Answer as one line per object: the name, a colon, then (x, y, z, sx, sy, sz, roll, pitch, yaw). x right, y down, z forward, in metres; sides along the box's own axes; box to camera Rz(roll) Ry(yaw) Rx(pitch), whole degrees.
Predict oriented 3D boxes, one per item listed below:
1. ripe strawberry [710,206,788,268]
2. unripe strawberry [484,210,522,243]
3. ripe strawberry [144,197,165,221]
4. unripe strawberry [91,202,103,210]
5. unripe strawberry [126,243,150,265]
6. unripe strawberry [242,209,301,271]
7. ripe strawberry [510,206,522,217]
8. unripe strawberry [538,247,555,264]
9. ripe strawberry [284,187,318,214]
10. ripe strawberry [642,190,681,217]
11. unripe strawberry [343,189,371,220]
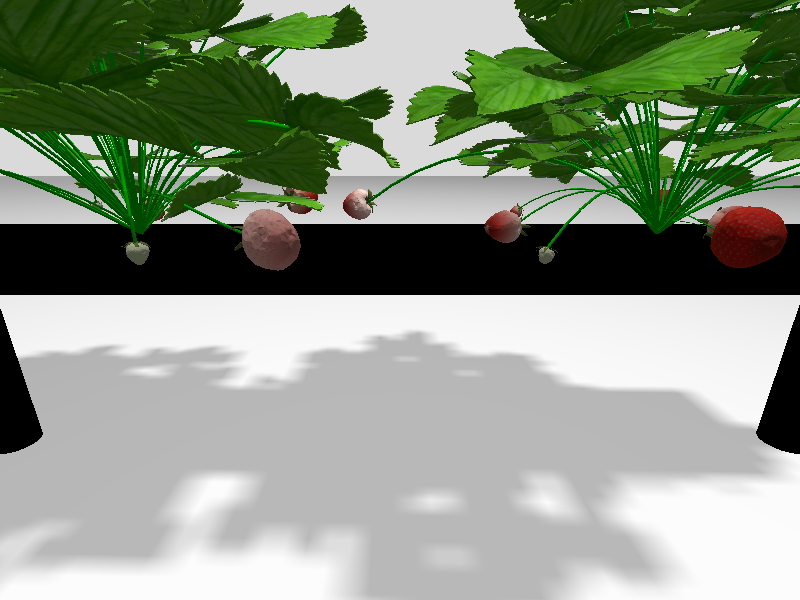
ripe strawberry: (0.205, -0.035, 0.233, 0.034, 0.036, 0.037, 3, 20, 9)
unripe strawberry: (0.076, -0.055, 0.301, 0.025, 0.024, 0.027, -8, 20, -16)
ripe strawberry: (-0.271, -0.100, 0.438, 0.024, 0.025, 0.026, -9, 20, -24)
unripe strawberry: (-0.338, -0.104, 0.447, 0.010, 0.010, 0.011, 17, 25, 41)
unripe strawberry: (-0.137, -0.024, 0.210, 0.011, 0.011, 0.011, -11, 22, -30)
unripe strawberry: (-0.070, -0.032, 0.221, 0.033, 0.034, 0.030, 16, 24, 37)
ripe strawberry: (0.127, -0.096, 0.443, 0.015, 0.013, 0.015, -17, -18, -41)
unripe strawberry: (0.088, -0.027, 0.242, 0.010, 0.010, 0.009, 20, 1, -43)
ripe strawberry: (-0.120, -0.129, 0.499, 0.041, 0.043, 0.044, 12, 21, 31)
ripe strawberry: (0.278, -0.102, 0.428, 0.036, 0.031, 0.036, 11, 21, 30)
unripe strawberry: (-0.046, -0.103, 0.434, 0.030, 0.032, 0.028, -5, 16, 21)
